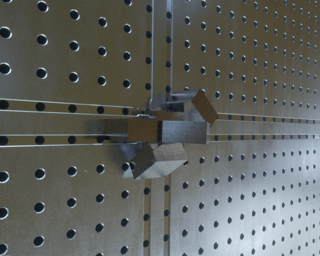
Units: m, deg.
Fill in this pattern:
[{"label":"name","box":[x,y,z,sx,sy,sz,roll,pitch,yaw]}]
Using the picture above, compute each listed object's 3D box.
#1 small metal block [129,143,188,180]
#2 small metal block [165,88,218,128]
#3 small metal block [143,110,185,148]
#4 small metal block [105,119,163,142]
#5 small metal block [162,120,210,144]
[{"label":"small metal block","box":[-0.002,0.041,0.387,0.050,0.050,0.025,2,58,-40]},{"label":"small metal block","box":[0.044,-0.026,0.428,0.050,0.050,0.025,51,60,-28]},{"label":"small metal block","box":[0.006,0.003,0.413,0.050,0.025,0.050,2,89,-41]},{"label":"small metal block","box":[-0.030,0.003,0.366,0.050,0.050,0.025,2,89,-39]},{"label":"small metal block","box":[0.033,0.005,0.374,0.050,0.050,0.025,7,85,-77]}]
